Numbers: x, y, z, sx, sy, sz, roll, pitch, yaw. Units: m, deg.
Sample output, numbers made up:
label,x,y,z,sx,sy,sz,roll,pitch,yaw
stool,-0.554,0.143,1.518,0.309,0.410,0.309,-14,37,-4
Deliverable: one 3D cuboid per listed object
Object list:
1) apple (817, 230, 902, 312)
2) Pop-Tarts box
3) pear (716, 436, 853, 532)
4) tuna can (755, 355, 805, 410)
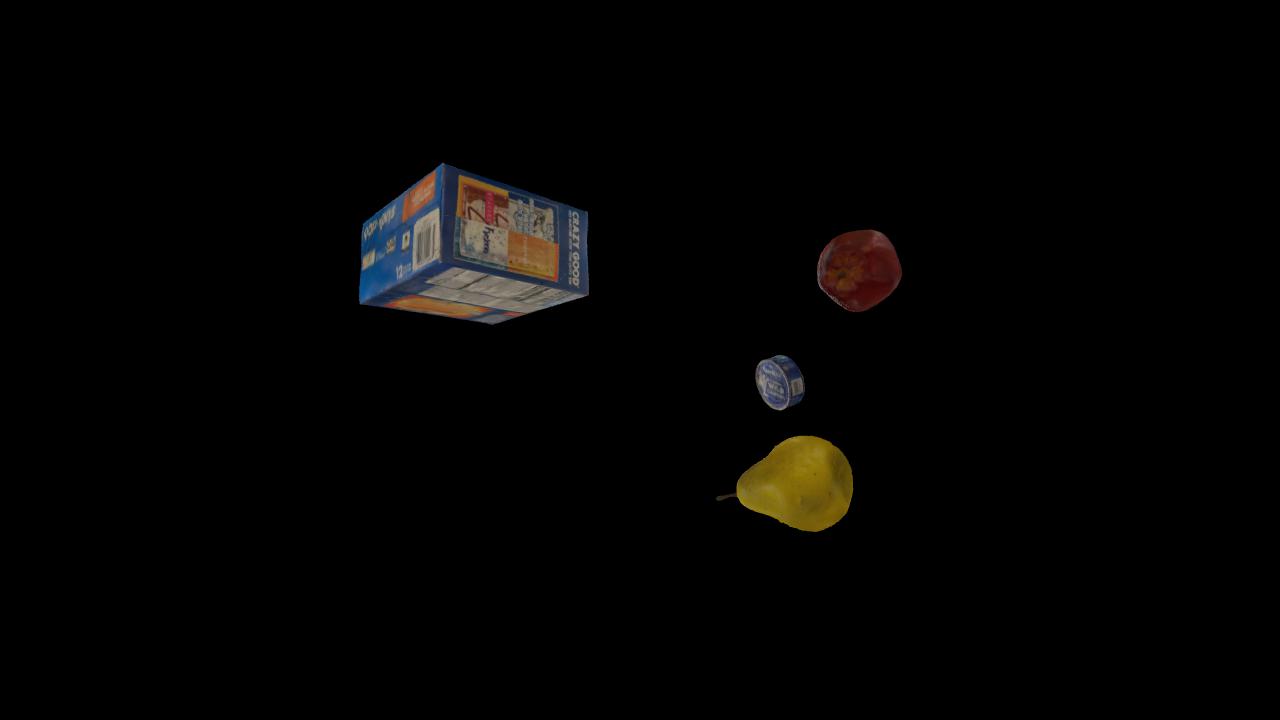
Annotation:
label,x,y,z,sx,sy,sz,roll,pitch,yaw
apple,0.210,-0.086,0.595,0.079,0.079,0.093,0,13,32
Pop-Tarts box,-0.151,-0.092,0.554,0.141,0.083,0.167,8,-12,-42
pear,0.121,0.107,0.525,0.111,0.080,0.080,-12,-8,37
tuna can,0.221,0.035,0.970,0.034,0.084,0.084,-18,7,-22
